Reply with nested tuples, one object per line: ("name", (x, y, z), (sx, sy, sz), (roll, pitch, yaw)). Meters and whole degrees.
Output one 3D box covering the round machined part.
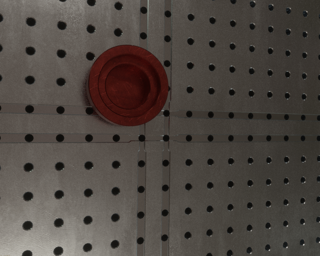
("round machined part", (-0.043, -0.051, 0.389), (0.099, 0.042, 0.097), (0, 90, -21))
